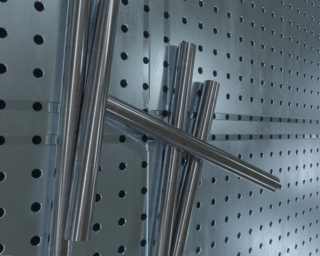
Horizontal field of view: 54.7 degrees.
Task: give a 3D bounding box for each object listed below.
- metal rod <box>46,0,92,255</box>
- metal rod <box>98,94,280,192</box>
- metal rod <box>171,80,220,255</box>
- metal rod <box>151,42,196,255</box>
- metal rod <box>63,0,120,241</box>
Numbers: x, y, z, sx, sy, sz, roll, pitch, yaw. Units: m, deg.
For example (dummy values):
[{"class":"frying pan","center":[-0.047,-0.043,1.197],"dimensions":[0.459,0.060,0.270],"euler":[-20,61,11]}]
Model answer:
[{"class":"metal rod","center":[-0.096,-0.007,0.330],"dimensions":[0.025,0.025,0.298],"euler":[6,86,-40]},{"class":"metal rod","center":[0.052,0.028,0.415],"dimensions":[0.302,0.025,0.025],"euler":[26,74,-25]},{"class":"metal rod","center":[0.046,0.073,0.450],"dimensions":[0.025,0.025,0.299],"euler":[22,76,-38]},{"class":"metal rod","center":[0.020,0.029,0.427],"dimensions":[0.025,0.025,0.298],"euler":[13,82,-40]},{"class":"metal rod","center":[-0.067,-0.039,0.330],"dimensions":[0.025,0.025,0.299],"euler":[16,73,-39]}]
